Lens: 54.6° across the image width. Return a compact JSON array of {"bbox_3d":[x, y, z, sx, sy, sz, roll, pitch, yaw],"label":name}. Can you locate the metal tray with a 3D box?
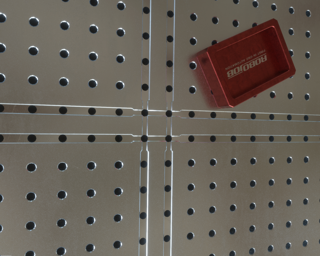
[{"bbox_3d":[0.130,-0.095,0.457,0.131,0.030,0.090,-27,99,-18],"label":"metal tray"}]
